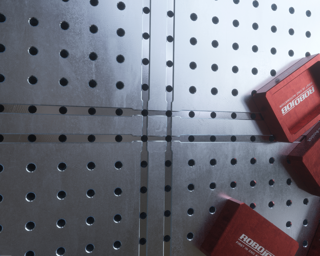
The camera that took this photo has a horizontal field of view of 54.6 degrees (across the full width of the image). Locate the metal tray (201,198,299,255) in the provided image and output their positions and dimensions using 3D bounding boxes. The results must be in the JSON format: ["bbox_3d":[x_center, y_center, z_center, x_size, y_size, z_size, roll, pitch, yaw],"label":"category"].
[{"bbox_3d":[0.135,0.177,0.460,0.130,0.030,0.090,37,78,-16],"label":"metal tray"}]

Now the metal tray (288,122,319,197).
[{"bbox_3d":[0.284,0.040,0.514,0.130,0.030,0.090,-41,103,-15],"label":"metal tray"}]

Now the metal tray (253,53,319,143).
[{"bbox_3d":[0.220,-0.047,0.490,0.131,0.030,0.090,-34,101,-17],"label":"metal tray"}]

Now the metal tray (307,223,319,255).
[{"bbox_3d":[0.311,0.185,0.523,0.090,0.030,0.130,30,80,-18],"label":"metal tray"}]
